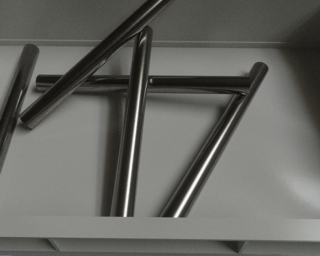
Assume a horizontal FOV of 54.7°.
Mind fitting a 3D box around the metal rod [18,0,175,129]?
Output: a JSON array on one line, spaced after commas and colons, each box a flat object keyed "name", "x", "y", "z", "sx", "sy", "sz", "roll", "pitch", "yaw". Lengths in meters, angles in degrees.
[{"name": "metal rod", "x": -0.070, "y": -0.111, "z": 0.426, "sx": 0.300, "sy": 0.025, "sz": 0.025, "roll": -44, "pitch": 60, "yaw": -5}]

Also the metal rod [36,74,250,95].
[{"name": "metal rod", "x": -0.029, "y": -0.062, "z": 0.440, "sx": 0.301, "sy": 0.025, "sz": 0.025, "roll": 2, "pitch": 50, "yaw": 8}]

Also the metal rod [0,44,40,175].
[{"name": "metal rod", "x": -0.204, "y": -0.014, "z": 0.415, "sx": 0.025, "sy": 0.025, "sz": 0.300, "roll": -2, "pitch": 50, "yaw": -2}]

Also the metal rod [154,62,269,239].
[{"name": "metal rod", "x": 0.081, "y": 0.007, "z": 0.399, "sx": 0.025, "sy": 0.025, "sz": 0.301, "roll": 24, "pitch": 54, "yaw": 19}]

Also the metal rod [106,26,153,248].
[{"name": "metal rod", "x": -0.032, "y": -0.012, "z": 0.381, "sx": 0.025, "sy": 0.025, "sz": 0.299, "roll": 3, "pitch": 60, "yaw": 2}]
